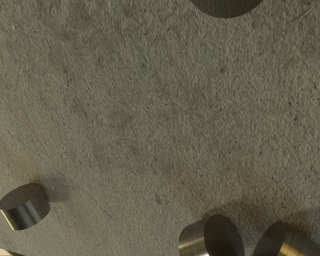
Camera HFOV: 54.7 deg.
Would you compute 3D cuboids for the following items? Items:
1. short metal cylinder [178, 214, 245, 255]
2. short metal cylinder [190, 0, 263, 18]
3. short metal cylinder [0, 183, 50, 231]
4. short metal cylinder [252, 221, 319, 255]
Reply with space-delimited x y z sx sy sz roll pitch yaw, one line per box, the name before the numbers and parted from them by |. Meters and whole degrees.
short metal cylinder | 0.073 0.169 0.437 0.080 0.080 0.050 48 129 -6
short metal cylinder | 0.064 -0.142 0.269 0.080 0.050 0.079 13 124 21
short metal cylinder | -0.264 0.152 0.605 0.080 0.080 0.050 -3 117 30
short metal cylinder | 0.157 0.167 0.391 0.050 0.080 0.079 32 129 7
